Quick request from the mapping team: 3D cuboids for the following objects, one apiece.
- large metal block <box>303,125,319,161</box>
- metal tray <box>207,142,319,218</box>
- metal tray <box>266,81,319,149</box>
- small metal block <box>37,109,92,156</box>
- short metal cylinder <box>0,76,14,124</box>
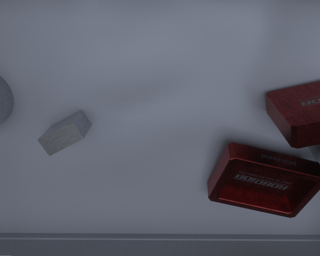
[{"bbox_3d":[0.226,0.020,0.393,0.050,0.080,0.080,-32,107,11],"label":"large metal block"},{"bbox_3d":[0.141,0.074,0.422,0.131,0.030,0.089,13,129,-6],"label":"metal tray"},{"bbox_3d":[0.205,-0.024,0.367,0.131,0.090,0.030,-12,121,4],"label":"metal tray"},{"bbox_3d":[-0.121,0.005,0.398,0.050,0.050,0.025,-27,108,9],"label":"small metal block"},{"bbox_3d":[-0.233,-0.031,0.383,0.081,0.050,0.079,0,110,-1],"label":"short metal cylinder"}]
